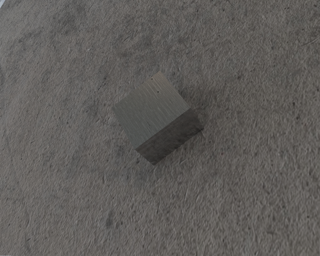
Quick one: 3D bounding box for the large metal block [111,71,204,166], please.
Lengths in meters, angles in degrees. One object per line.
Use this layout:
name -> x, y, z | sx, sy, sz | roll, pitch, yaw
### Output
large metal block -> -0.004, -0.013, 0.399 | 0.080, 0.050, 0.080 | -37, 51, 3
